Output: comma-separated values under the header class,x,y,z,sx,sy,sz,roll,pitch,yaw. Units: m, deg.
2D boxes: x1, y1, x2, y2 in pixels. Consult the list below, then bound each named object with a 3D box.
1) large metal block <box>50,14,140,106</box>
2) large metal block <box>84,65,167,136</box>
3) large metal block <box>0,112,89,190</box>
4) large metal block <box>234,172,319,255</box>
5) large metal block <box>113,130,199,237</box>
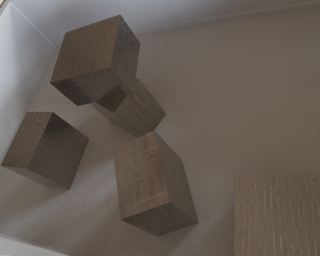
class,x,y,z,sx,sy,sz,roll,pitch,yaw
large metal block,-0.075,-0.080,0.373,0.080,0.050,0.080,-9,58,23
large metal block,-0.050,-0.034,0.416,0.080,0.080,0.050,28,77,37
large metal block,-0.155,0.032,0.430,0.050,0.080,0.080,1,62,28
large metal block,0.113,0.087,0.277,0.080,0.050,0.080,-6,59,24
large metal block,-0.004,0.062,0.333,0.050,0.080,0.080,-23,53,14
